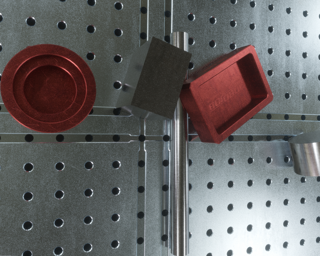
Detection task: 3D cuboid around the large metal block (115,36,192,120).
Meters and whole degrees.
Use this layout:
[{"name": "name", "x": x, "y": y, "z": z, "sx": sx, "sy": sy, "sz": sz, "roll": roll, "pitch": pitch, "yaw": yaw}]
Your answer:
[{"name": "large metal block", "x": -0.011, "y": -0.055, "z": 0.380, "sx": 0.050, "sy": 0.080, "sz": 0.080, "roll": 19, "pitch": 84, "yaw": -20}]

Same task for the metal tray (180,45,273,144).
[{"name": "metal tray", "x": 0.095, "y": -0.048, "z": 0.431, "sx": 0.131, "sy": 0.030, "sz": 0.090, "roll": -35, "pitch": 107, "yaw": -26}]

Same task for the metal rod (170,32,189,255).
[{"name": "metal rod", "x": 0.027, "y": 0.021, "z": 0.423, "sx": 0.025, "sy": 0.025, "sz": 0.298, "roll": 0, "pitch": 90, "yaw": -20}]

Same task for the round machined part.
[{"name": "round machined part", "x": -0.126, "y": -0.043, "z": 0.357, "sx": 0.099, "sy": 0.042, "sz": 0.097, "roll": 0, "pitch": 90, "yaw": -21}]

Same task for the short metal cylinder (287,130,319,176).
[{"name": "short metal cylinder", "x": 0.244, "y": 0.037, "z": 0.476, "sx": 0.081, "sy": 0.080, "sz": 0.050, "roll": -16, "pitch": 96, "yaw": -20}]
